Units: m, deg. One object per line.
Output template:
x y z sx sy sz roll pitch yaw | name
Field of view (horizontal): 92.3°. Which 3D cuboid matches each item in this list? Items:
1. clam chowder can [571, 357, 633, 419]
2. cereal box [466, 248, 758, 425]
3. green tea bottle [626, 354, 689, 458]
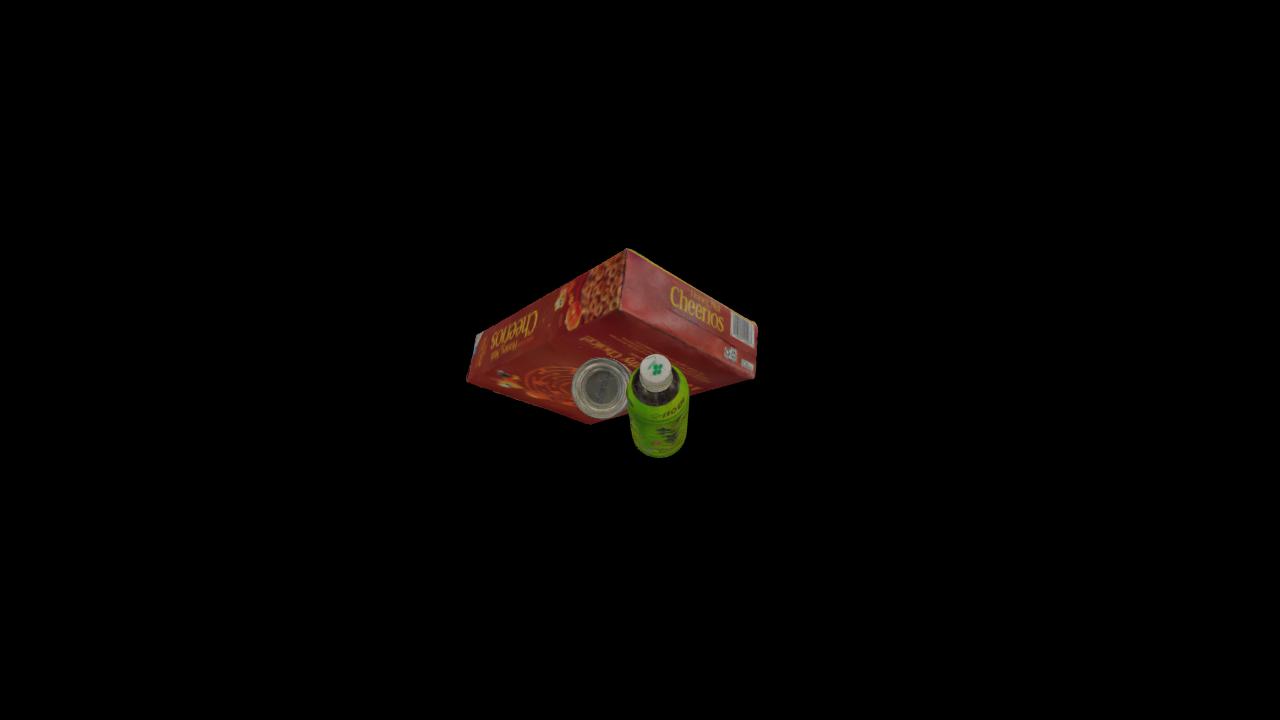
-0.035 0.028 0.692 0.068 0.068 0.102 0 2 7 | clam chowder can
-0.043 -0.007 0.732 0.203 0.081 0.306 24 -29 -35 | cereal box
0.020 0.049 0.685 0.073 0.073 0.212 0 -26 4 | green tea bottle
